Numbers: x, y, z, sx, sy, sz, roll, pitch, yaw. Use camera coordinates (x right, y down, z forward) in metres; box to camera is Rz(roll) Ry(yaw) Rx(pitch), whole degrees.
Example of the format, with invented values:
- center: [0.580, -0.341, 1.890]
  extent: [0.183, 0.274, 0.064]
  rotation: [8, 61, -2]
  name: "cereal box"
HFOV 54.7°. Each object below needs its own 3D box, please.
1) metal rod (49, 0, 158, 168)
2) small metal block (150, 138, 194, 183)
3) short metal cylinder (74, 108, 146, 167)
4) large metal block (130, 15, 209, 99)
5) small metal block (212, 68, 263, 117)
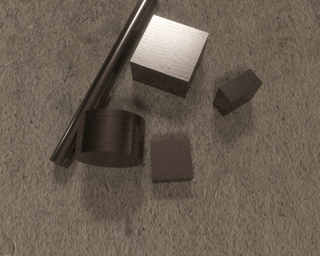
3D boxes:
- center: [-0.069, -0.084, 0.437]
  extent: [0.025, 0.025, 0.300]
  rotation: [22, 71, 7]
  name: "metal rod"
- center: [0.014, 0.042, 0.393]
  extent: [0.050, 0.025, 0.050]
  rotation: [-4, 70, -2]
  name: "small metal block"
- center: [-0.059, 0.015, 0.373]
  extent: [0.081, 0.080, 0.050]
  rotation: [2, 70, 0]
  name: "short metal cylinder"
- center: [0.013, -0.098, 0.431]
  extent: [0.080, 0.050, 0.080]
  rotation: [21, 71, 7]
  name: "large metal block"
- center: [0.102, -0.046, 0.413]
  extent: [0.050, 0.050, 0.025]
  rotation: [-31, 73, -11]
  name: "small metal block"
